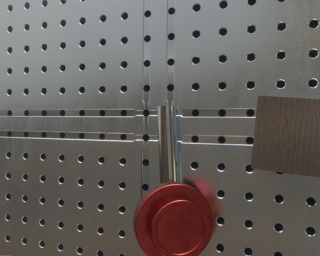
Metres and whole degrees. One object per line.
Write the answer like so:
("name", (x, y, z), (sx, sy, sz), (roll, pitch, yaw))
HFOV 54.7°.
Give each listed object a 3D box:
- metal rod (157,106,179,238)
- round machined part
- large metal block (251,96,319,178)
("metal rod", (0.015, 0.120, 0.407), (0.025, 0.025, 0.298), (-3, 89, 20))
("round machined part", (0.019, 0.117, 0.373), (0.099, 0.042, 0.097), (0, 89, -12))
("large metal block", (0.149, 0.008, 0.347), (0.080, 0.050, 0.079), (6, 92, 20))
